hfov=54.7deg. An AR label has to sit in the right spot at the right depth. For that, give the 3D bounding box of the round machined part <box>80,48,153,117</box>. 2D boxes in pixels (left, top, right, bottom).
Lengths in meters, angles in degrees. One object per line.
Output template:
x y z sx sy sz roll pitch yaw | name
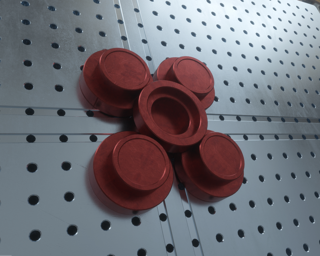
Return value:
-0.052 -0.067 0.410 0.099 0.042 0.098 14 56 -21 | round machined part

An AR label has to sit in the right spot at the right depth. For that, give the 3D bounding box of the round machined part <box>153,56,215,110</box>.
0.041 -0.068 0.462 0.099 0.042 0.098 14 56 -21 | round machined part

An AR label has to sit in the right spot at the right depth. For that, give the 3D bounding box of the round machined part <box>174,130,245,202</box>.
0.072 0.044 0.410 0.099 0.042 0.098 14 56 -21 | round machined part

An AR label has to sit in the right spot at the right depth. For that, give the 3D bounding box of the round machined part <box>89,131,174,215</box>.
-0.028 0.046 0.356 0.099 0.042 0.098 14 56 -21 | round machined part

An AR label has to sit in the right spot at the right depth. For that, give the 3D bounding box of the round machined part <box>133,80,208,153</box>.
0.010 -0.011 0.409 0.099 0.042 0.098 14 56 -21 | round machined part
